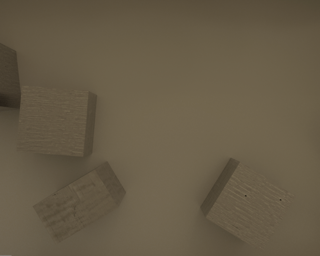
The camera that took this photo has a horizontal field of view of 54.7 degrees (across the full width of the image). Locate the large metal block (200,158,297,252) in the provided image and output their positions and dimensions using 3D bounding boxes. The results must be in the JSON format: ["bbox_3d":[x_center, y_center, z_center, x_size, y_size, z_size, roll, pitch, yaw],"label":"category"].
[{"bbox_3d":[0.110,0.095,0.400,0.080,0.050,0.080,32,90,0],"label":"large metal block"}]

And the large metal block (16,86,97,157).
[{"bbox_3d":[-0.129,-0.008,0.398,0.080,0.050,0.080,5,90,0],"label":"large metal block"}]

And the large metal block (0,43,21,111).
[{"bbox_3d":[-0.217,-0.062,0.382,0.050,0.080,0.080,-6,90,0],"label":"large metal block"}]

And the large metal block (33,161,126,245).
[{"bbox_3d":[-0.094,0.087,0.383,0.080,0.080,0.050,-31,90,0],"label":"large metal block"}]
